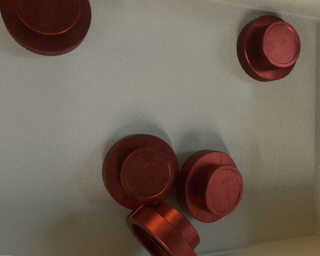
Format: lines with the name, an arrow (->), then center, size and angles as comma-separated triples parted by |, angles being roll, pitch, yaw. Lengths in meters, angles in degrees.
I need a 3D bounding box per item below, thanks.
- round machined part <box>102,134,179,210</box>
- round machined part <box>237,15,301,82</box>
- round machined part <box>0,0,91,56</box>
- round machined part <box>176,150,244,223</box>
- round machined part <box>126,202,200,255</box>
round machined part -> -0.021, 0.057, 0.394 | 0.099, 0.042, 0.097 | 0, 90, -20
round machined part -> 0.169, -0.120, 0.463 | 0.099, 0.042, 0.097 | 0, 90, -20
round machined part -> -0.128, -0.135, 0.354 | 0.099, 0.042, 0.097 | 0, 90, -20
round machined part -> 0.074, 0.080, 0.417 | 0.099, 0.042, 0.097 | -3, 94, -33
round machined part -> 0.008, 0.127, 0.368 | 0.042, 0.098, 0.098 | -41, 104, -26
